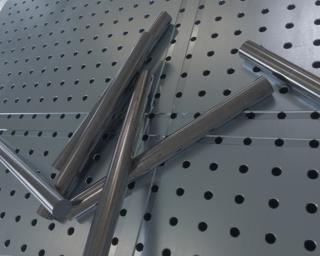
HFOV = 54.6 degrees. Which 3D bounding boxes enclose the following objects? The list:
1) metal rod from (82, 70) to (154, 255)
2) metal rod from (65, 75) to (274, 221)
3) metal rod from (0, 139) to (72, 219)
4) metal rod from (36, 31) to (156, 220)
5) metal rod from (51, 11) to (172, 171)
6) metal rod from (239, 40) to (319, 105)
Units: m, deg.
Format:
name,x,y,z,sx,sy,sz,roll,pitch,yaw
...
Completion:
name,x,y,z,sx,sy,sz,roll,pitch,yaw
metal rod,-0.046,0.037,0.377,0.025,0.025,0.300,-9,48,24
metal rod,0.004,0.029,0.389,0.300,0.025,0.025,-33,51,6
metal rod,-0.218,0.055,0.468,0.300,0.025,0.025,22,73,43
metal rod,-0.086,-0.011,0.447,0.025,0.025,0.300,20,76,35
metal rod,-0.069,-0.062,0.483,0.025,0.025,0.300,23,74,36
metal rod,0.195,-0.021,0.318,0.025,0.025,0.300,-43,51,-1
